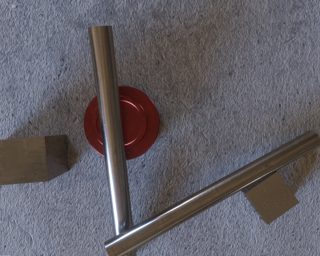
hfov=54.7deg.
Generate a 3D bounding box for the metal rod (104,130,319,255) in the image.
[{"bbox_3d":[0.073,0.081,0.391,0.302,0.025,0.025,-27,90,-8],"label":"metal rod"}]

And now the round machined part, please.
[{"bbox_3d":[-0.050,-0.006,0.401,0.099,0.042,0.097,0,90,-1],"label":"round machined part"}]

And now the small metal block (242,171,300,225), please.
[{"bbox_3d":[0.145,0.090,0.412,0.050,0.025,0.050,-35,91,0],"label":"small metal block"}]

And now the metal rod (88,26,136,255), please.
[{"bbox_3d":[-0.053,0.035,0.369,0.025,0.025,0.298,-4,106,0],"label":"metal rod"}]

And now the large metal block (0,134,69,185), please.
[{"bbox_3d":[-0.165,0.037,0.380,0.081,0.080,0.050,-5,90,-1],"label":"large metal block"}]
